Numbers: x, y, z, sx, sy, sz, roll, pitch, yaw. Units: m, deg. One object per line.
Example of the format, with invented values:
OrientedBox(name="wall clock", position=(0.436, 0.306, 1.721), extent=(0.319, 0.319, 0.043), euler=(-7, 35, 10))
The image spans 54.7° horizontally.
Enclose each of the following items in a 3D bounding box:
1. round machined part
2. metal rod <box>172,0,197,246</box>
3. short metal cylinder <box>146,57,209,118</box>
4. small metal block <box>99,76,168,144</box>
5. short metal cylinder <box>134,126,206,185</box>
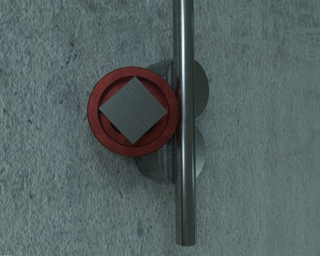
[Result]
OrientedBox(name="round machined part", position=(-0.031, -0.017, 0.352), extent=(0.099, 0.042, 0.097), euler=(0, 88, -11))
OrientedBox(name="metal rod", position=(0.029, -0.014, 0.366), extent=(0.025, 0.025, 0.298), euler=(-1, 91, -40))
OrientedBox(name="short metal cylinder", position=(0.019, -0.050, 0.406), extent=(0.081, 0.050, 0.079), euler=(0, 90, -40))
OrientedBox(name="small metal block", position=(-0.029, -0.018, 0.329), extent=(0.050, 0.025, 0.050), euler=(-44, 96, -10))
OrientedBox(name="short metal cylinder", position=(0.013, 0.031, 0.400), extent=(0.081, 0.050, 0.080), euler=(1, 89, -40))
